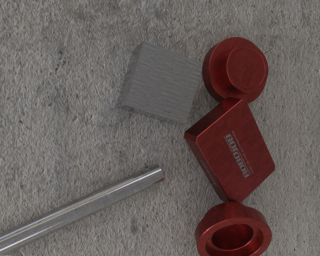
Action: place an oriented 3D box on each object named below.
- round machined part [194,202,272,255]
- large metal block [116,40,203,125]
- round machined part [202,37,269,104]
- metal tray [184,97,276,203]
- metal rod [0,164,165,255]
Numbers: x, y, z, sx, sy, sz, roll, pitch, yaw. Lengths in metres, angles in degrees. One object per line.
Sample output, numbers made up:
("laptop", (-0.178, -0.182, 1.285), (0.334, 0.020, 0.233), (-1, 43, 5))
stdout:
("round machined part", (0.095, 0.139, 0.420), (0.099, 0.042, 0.097), (-3, 123, -4))
("large metal block", (-0.001, -0.054, 0.395), (0.081, 0.050, 0.080), (17, 84, -19))
("round machined part", (0.114, -0.081, 0.442), (0.099, 0.042, 0.097), (0, 90, -20))
("metal tray", (0.100, 0.034, 0.428), (0.090, 0.030, 0.130), (-39, 116, -15))
("metal rod", (-0.133, 0.112, 0.360), (0.302, 0.025, 0.025), (-22, 98, -19))
